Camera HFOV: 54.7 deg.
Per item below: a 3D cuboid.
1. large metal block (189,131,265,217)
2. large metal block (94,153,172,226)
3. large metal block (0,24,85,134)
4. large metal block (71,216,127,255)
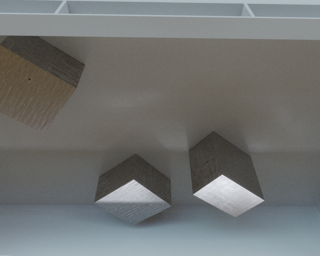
[{"bbox_3d":[0.089,0.064,0.428,0.080,0.080,0.050,32,123,-25],"label":"large metal block"},{"bbox_3d":[-0.040,0.096,0.474,0.080,0.050,0.080,-33,123,25],"label":"large metal block"},{"bbox_3d":[-0.144,-0.052,0.347,0.080,0.050,0.080,30,124,-24],"label":"large metal block"},{"bbox_3d":[-0.110,0.218,0.560,0.080,0.080,0.050,-24,126,18],"label":"large metal block"}]
